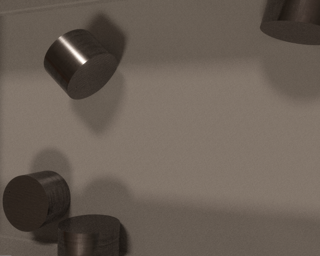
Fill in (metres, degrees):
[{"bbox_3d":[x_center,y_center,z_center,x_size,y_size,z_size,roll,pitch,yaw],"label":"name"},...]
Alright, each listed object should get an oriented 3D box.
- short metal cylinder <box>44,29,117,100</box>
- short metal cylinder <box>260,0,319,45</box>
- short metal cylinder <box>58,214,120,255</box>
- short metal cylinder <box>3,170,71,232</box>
[{"bbox_3d":[-0.106,-0.085,0.417,0.050,0.080,0.080,46,104,14],"label":"short metal cylinder"},{"bbox_3d":[0.153,-0.124,0.327,0.080,0.080,0.050,16,96,19],"label":"short metal cylinder"},{"bbox_3d":[-0.094,0.152,0.413,0.080,0.080,0.050,1,91,19],"label":"short metal cylinder"},{"bbox_3d":[-0.182,0.106,0.460,0.080,0.050,0.079,0,90,19],"label":"short metal cylinder"}]
